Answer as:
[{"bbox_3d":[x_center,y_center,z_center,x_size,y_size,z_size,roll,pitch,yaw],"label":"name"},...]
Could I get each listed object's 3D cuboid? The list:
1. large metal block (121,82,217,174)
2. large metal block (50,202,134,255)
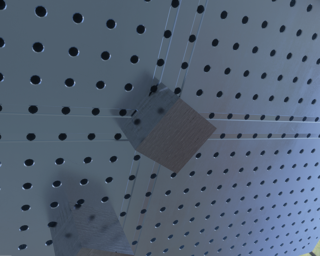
[{"bbox_3d":[0.012,0.001,0.402,0.080,0.050,0.080,35,99,-39],"label":"large metal block"},{"bbox_3d":[-0.093,0.154,0.419,0.080,0.080,0.050,27,103,-37],"label":"large metal block"}]
